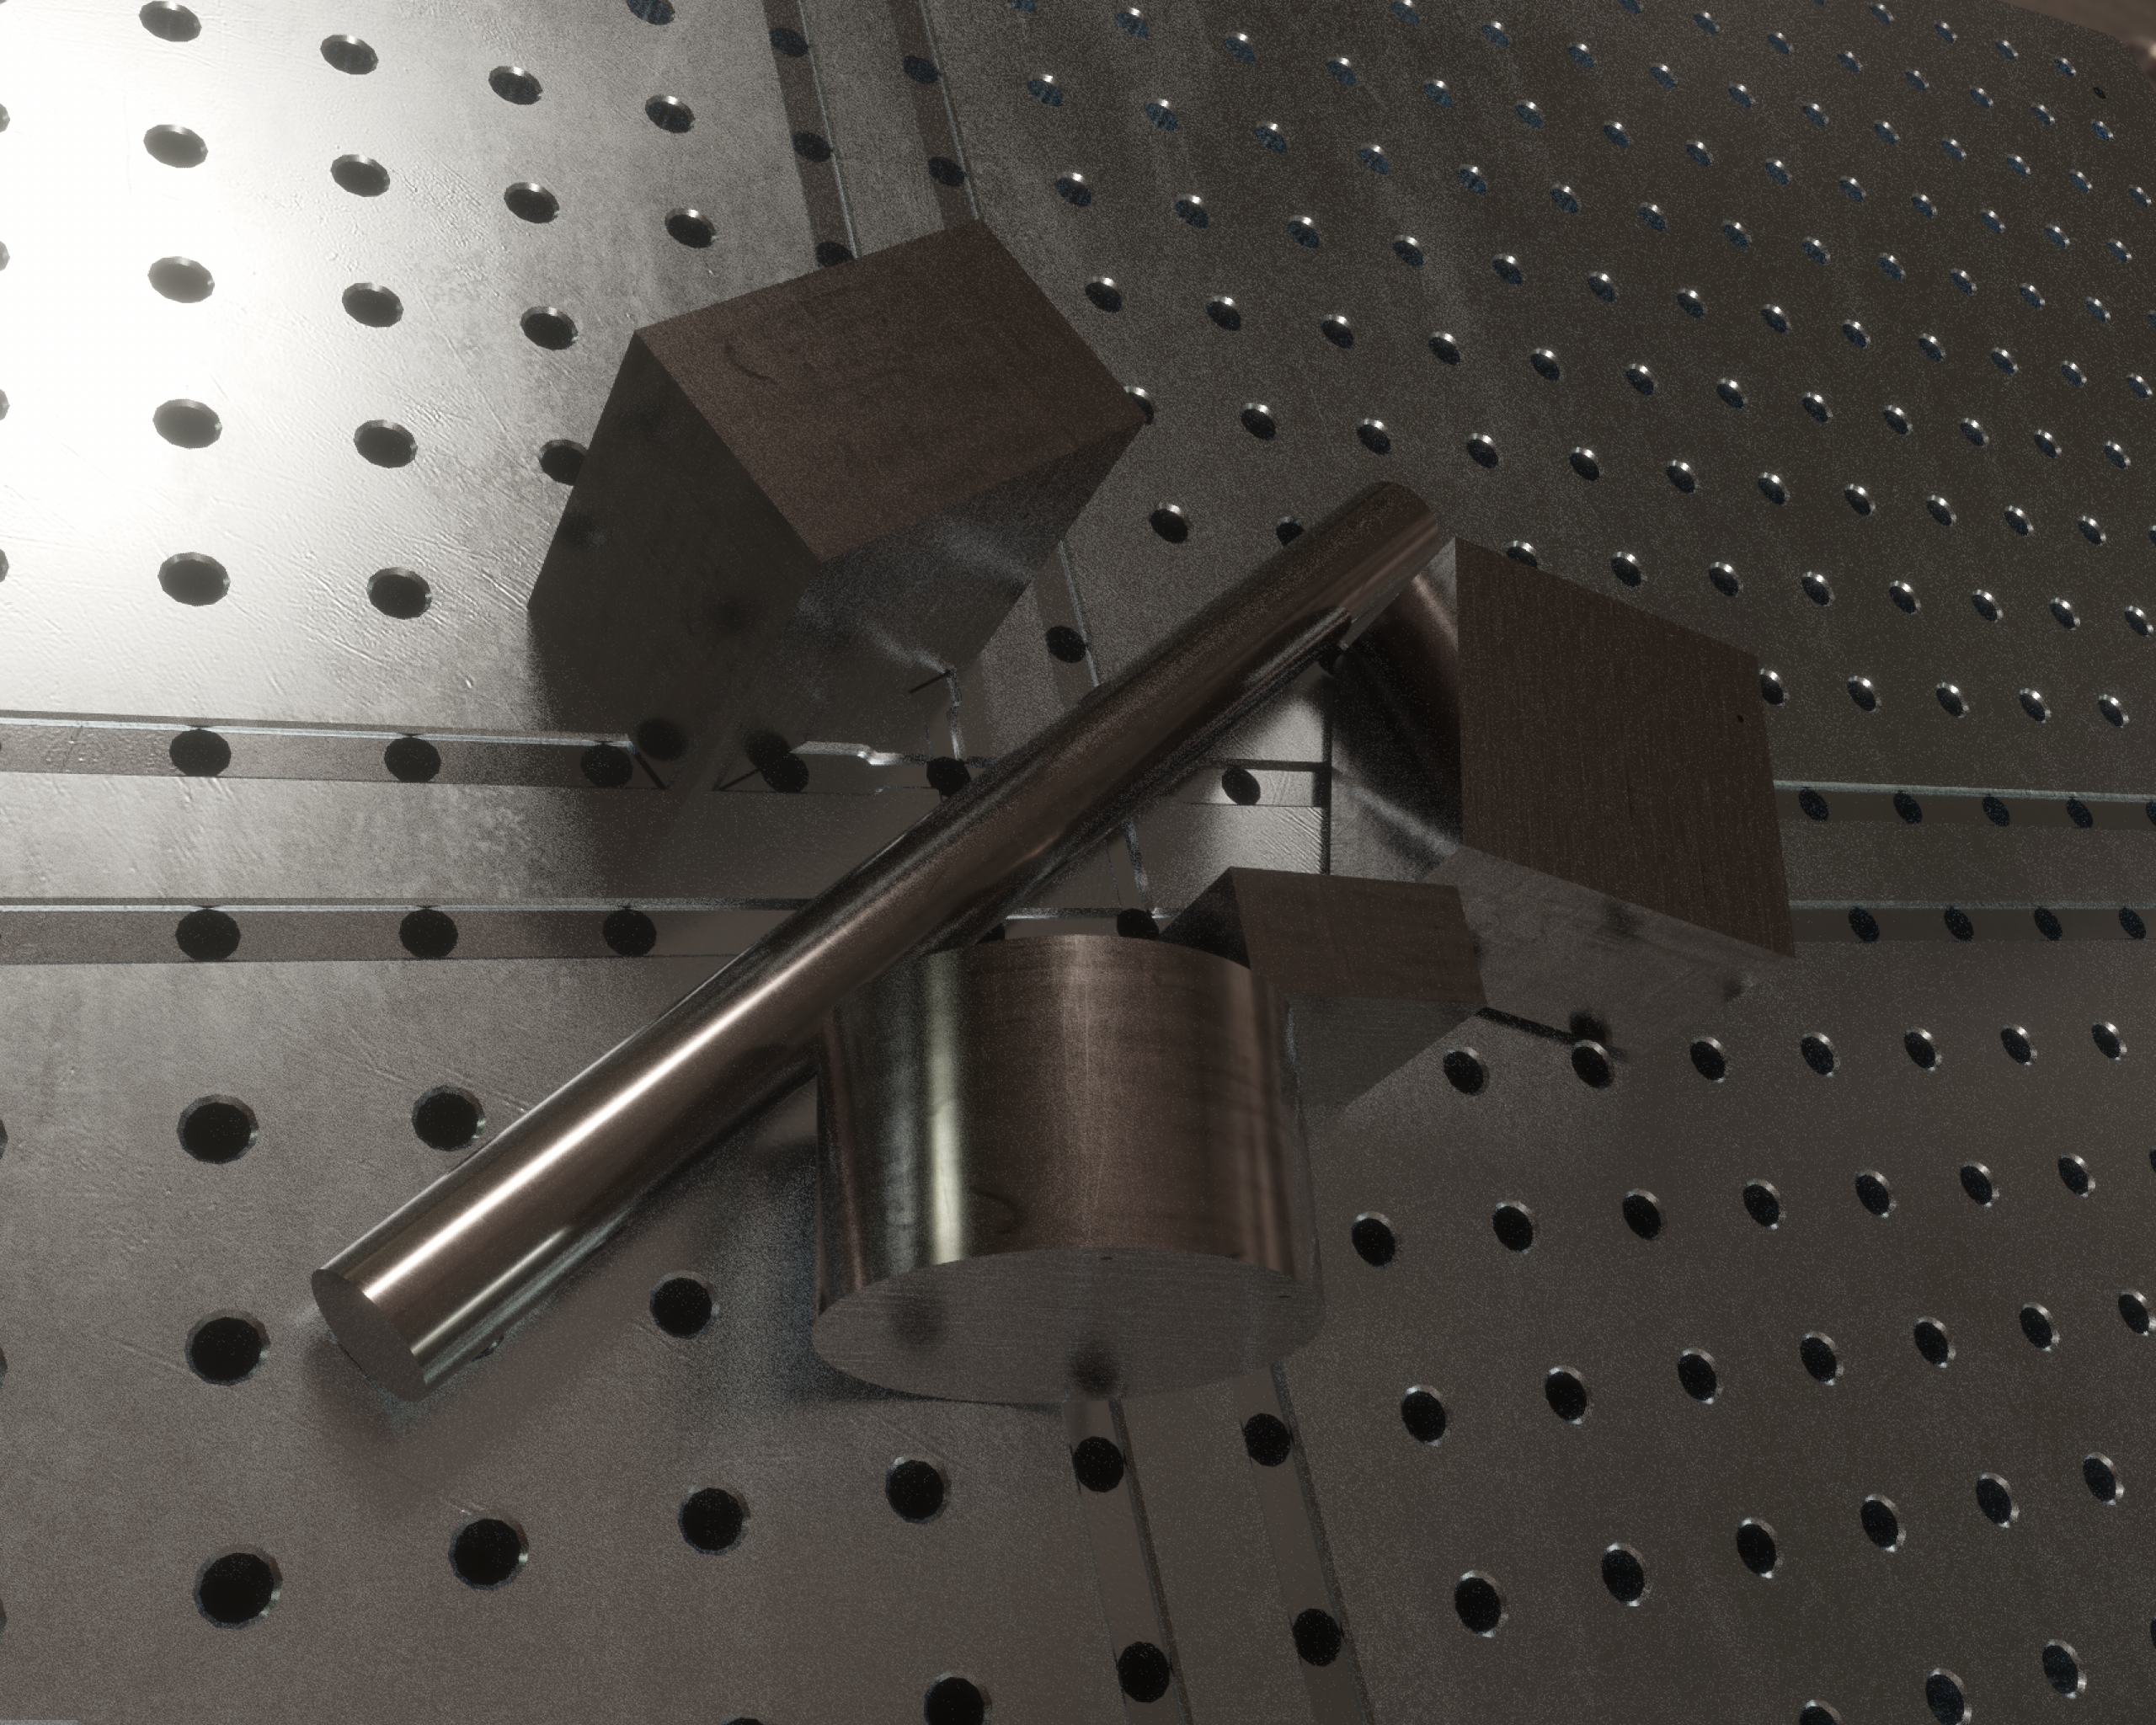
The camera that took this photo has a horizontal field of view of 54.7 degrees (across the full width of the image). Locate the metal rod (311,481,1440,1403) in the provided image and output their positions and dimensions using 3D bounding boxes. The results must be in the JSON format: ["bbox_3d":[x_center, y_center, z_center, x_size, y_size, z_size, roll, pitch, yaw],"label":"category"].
[{"bbox_3d":[-0.015,-0.005,0.404,0.025,0.025,0.302,47,51,4],"label":"metal rod"}]

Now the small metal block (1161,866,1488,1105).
[{"bbox_3d":[0.041,0.025,0.401,0.050,0.050,0.025,5,60,-26],"label":"small metal block"}]

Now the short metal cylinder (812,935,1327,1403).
[{"bbox_3d":[-0.002,0.052,0.340,0.081,0.080,0.050,11,57,-23],"label":"short metal cylinder"}]

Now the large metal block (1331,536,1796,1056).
[{"bbox_3d":[0.103,-0.013,0.455,0.081,0.050,0.080,18,55,-18],"label":"large metal block"}]

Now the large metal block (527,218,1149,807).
[{"bbox_3d":[-0.046,-0.065,0.390,0.081,0.080,0.050,-32,80,-38],"label":"large metal block"}]
